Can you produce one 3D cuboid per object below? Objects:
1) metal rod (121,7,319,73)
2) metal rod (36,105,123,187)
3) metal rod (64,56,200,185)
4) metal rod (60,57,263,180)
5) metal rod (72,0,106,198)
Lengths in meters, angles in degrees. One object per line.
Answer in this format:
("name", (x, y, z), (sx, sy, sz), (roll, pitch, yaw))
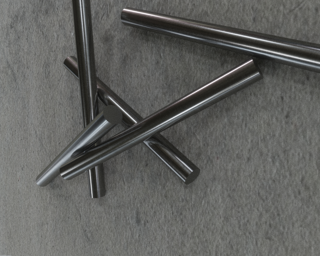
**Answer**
("metal rod", (0.062, -0.105, 0.351), (0.300, 0.025, 0.025), (26, 107, 36))
("metal rod", (-0.139, 0.041, 0.475), (0.299, 0.025, 0.025), (-35, 68, 47))
("metal rod", (-0.057, -0.027, 0.449), (0.300, 0.025, 0.025), (42, 115, 31))
("metal rod", (-0.017, 0.001, 0.386), (0.300, 0.025, 0.025), (-28, 72, 26))
("metal rod", (-0.104, -0.042, 0.456), (0.025, 0.025, 0.298), (6, 104, 39))
